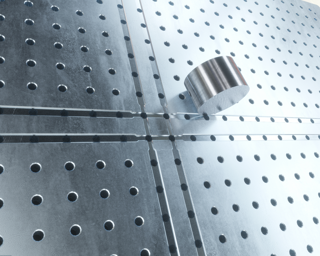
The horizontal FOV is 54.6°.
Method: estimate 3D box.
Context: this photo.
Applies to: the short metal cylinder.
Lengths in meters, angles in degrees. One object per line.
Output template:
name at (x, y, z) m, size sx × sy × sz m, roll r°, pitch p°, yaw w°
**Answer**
short metal cylinder at (0.082, -0.060, 0.453) m, size 0.081 × 0.080 × 0.050 m, roll -11°, pitch 68°, yaw -33°
